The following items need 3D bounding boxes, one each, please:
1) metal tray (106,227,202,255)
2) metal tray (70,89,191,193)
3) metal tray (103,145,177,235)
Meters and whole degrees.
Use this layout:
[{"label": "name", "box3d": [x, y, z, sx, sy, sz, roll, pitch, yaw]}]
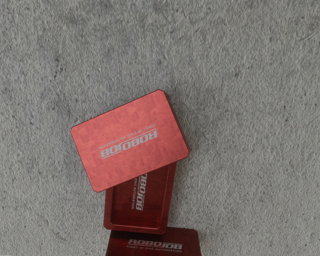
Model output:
[{"label": "metal tray", "box3d": [-0.009, 0.180, 0.441, 0.131, 0.090, 0.030, 6, 110, -3]}, {"label": "metal tray", "box3d": [-0.037, 0.017, 0.396, 0.130, 0.030, 0.090, -23, 86, 8]}, {"label": "metal tray", "box3d": [-0.029, 0.085, 0.438, 0.091, 0.030, 0.129, 6, 110, -3]}]
